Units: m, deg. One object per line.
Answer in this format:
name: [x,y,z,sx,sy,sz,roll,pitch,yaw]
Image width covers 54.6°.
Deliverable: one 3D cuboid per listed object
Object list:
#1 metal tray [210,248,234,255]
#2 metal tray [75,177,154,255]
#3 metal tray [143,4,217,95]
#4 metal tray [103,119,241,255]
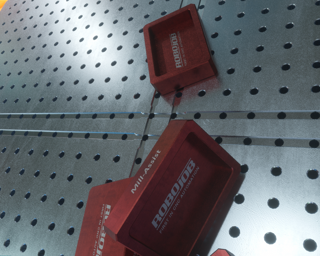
metal tray: [0.038,0.184,0.272,0.130,0.030,0.090,-41,51,0]
metal tray: [-0.053,0.125,0.338,0.090,0.030,0.130,-21,51,41]
metal tray: [0.026,-0.120,0.465,0.090,0.030,0.130,-20,54,16]
metal tray: [0.018,0.067,0.308,0.130,0.090,0.030,-57,26,-17]
